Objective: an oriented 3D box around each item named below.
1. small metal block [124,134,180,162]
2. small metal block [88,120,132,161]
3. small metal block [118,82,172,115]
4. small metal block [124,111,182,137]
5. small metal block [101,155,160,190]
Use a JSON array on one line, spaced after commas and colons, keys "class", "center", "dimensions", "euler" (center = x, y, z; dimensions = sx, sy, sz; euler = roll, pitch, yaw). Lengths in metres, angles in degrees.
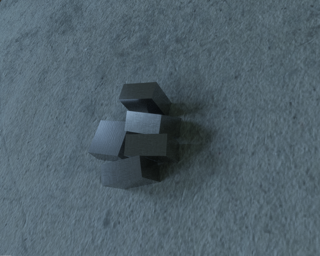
[{"class": "small metal block", "center": [-0.008, 0.025, 0.369], "dimensions": [0.050, 0.050, 0.025], "euler": [-1, 76, 19]}, {"class": "small metal block", "center": [-0.063, 0.018, 0.424], "dimensions": [0.050, 0.025, 0.050], "euler": [4, 63, 29]}, {"class": "small metal block", "center": [-0.019, -0.036, 0.419], "dimensions": [0.050, 0.050, 0.025], "euler": [1, 62, 28]}, {"class": "small metal block", "center": [-0.008, -0.005, 0.390], "dimensions": [0.050, 0.050, 0.025], "euler": [8, 91, 31]}, {"class": "small metal block", "center": [-0.034, 0.054, 0.368], "dimensions": [0.050, 0.050, 0.025], "euler": [-15, 69, 19]}]
